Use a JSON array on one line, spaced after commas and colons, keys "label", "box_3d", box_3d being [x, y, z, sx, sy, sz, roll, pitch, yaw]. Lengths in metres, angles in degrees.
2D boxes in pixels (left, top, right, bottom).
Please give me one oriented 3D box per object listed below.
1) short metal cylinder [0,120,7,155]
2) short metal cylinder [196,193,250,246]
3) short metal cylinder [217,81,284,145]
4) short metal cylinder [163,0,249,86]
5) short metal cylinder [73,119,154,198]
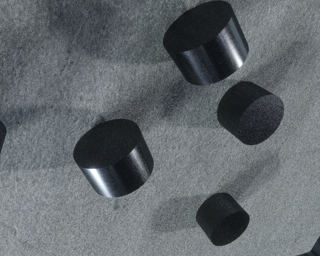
[{"label": "short metal cylinder", "box_3d": [-0.188, 0.017, 0.279, 0.081, 0.080, 0.050, 12, 112, -34]}, {"label": "short metal cylinder", "box_3d": [0.112, 0.164, 0.556, 0.081, 0.050, 0.079, -14, 125, -21]}, {"label": "short metal cylinder", "box_3d": [0.131, -0.022, 0.451, 0.081, 0.050, 0.079, -14, 125, -21]}, {"label": "short metal cylinder", "box_3d": [0.051, -0.094, 0.343, 0.080, 0.080, 0.050, -41, 130, -1]}, {"label": "short metal cylinder", "box_3d": [-0.053, 0.034, 0.364, 0.080, 0.080, 0.050, -29, 129, -10]}]
